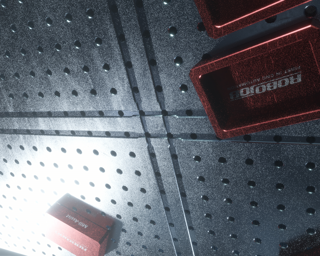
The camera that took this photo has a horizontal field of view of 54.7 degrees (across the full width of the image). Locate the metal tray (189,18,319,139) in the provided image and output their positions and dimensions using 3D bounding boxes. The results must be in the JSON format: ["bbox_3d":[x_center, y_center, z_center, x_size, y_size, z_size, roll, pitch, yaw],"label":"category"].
[{"bbox_3d":[0.107,-0.044,0.323,0.130,0.030,0.090,-15,111,34],"label":"metal tray"}]

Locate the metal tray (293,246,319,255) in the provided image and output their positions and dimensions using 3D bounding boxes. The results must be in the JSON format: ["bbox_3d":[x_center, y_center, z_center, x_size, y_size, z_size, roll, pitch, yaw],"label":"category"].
[{"bbox_3d":[0.237,0.223,0.421,0.130,0.030,0.090,42,129,-2],"label":"metal tray"}]

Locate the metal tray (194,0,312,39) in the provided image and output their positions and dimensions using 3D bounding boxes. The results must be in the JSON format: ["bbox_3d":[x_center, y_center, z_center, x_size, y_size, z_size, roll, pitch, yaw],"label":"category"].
[{"bbox_3d":[0.089,-0.145,0.270,0.130,0.030,0.090,-15,111,33],"label":"metal tray"}]

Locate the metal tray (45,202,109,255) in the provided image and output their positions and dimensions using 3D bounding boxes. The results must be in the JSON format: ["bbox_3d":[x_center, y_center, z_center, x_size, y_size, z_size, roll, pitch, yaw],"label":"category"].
[{"bbox_3d":[-0.172,0.217,0.630,0.130,0.030,0.089,25,127,12],"label":"metal tray"}]
